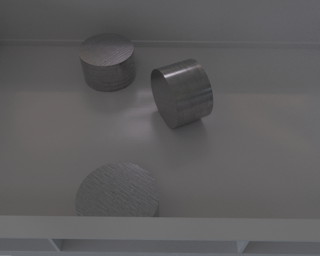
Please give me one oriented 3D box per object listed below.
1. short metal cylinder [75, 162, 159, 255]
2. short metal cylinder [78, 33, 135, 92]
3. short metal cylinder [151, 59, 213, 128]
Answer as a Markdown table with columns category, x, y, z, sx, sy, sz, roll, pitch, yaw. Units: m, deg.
| category | x | y | z | sx | sy | sz | roll | pitch | yaw |
| --- | --- | --- | --- | --- | --- | --- | --- | --- | --- |
| short metal cylinder | -0.041 | 0.082 | 0.319 | 0.080 | 0.050 | 0.080 | 0 | 50 | 0 |
| short metal cylinder | -0.079 | -0.100 | 0.472 | 0.080 | 0.050 | 0.080 | 0 | 50 | 0 |
| short metal cylinder | 0.027 | -0.045 | 0.408 | 0.050 | 0.080 | 0.080 | -20 | 53 | -16 |
